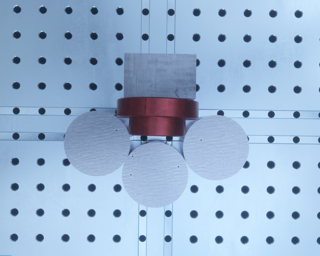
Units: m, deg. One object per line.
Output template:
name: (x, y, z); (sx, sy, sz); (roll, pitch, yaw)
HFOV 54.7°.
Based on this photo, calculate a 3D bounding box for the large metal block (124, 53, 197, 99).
large metal block: (0.000, -0.058, 0.385); (0.081, 0.080, 0.050); (1, 90, 0)

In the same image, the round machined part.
round machined part: (-0.003, -0.011, 0.375); (0.099, 0.098, 0.042); (2, 90, 0)

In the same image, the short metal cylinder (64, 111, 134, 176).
short metal cylinder: (-0.076, 0.019, 0.400); (0.081, 0.050, 0.079); (0, 90, 0)

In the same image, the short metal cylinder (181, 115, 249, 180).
short metal cylinder: (0.068, 0.024, 0.402); (0.081, 0.050, 0.079); (0, 90, 0)

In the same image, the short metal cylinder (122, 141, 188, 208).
short metal cylinder: (-0.006, 0.057, 0.401); (0.081, 0.050, 0.079); (0, 90, 0)
